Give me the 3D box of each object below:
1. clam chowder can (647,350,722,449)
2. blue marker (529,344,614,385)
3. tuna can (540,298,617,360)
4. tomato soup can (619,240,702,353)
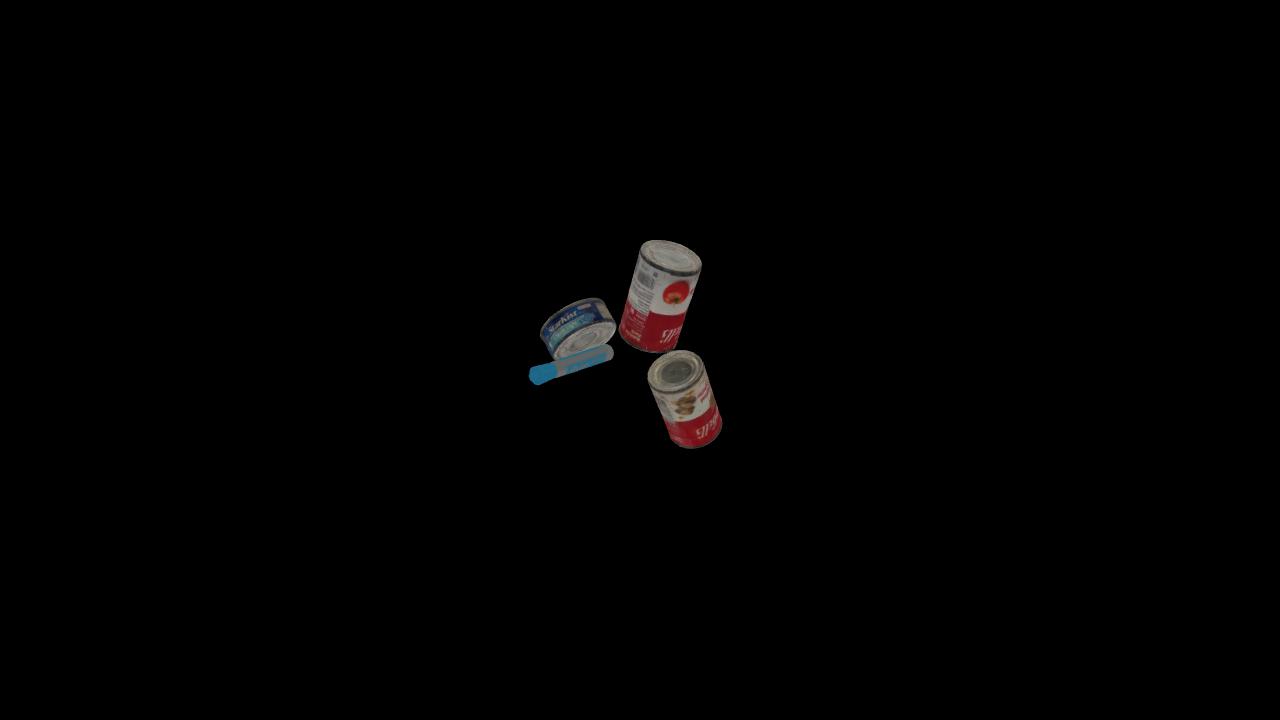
[{"bbox_3d":[0.053,0.046,0.720,0.068,0.102,0.068,-13,41,12],"label":"clam chowder can"},{"bbox_3d":[-0.069,0.004,0.633,0.020,0.020,0.121,0,12,34],"label":"blue marker"},{"bbox_3d":[-0.070,-0.032,0.704,0.084,0.034,0.084,-27,-18,-10],"label":"tuna can"},{"bbox_3d":[0.020,-0.067,0.648,0.068,0.101,0.068,11,35,-8],"label":"tomato soup can"}]
